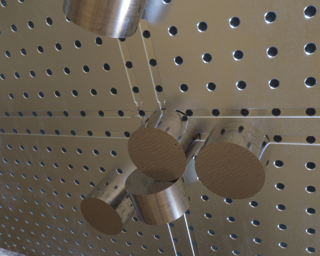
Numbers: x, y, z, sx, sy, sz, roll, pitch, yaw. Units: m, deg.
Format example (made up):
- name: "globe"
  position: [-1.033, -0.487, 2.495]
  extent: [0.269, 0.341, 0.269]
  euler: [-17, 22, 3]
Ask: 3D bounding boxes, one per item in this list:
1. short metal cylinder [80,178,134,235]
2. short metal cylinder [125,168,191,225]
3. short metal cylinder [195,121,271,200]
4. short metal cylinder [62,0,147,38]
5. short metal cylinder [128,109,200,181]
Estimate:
- name: "short metal cylinder"
  position: [-0.085, 0.131, 0.519]
  extent: [0.080, 0.050, 0.079]
  euler: [13, 124, 20]
- name: "short metal cylinder"
  position: [-0.002, 0.087, 0.429]
  extent: [0.080, 0.080, 0.050]
  euler: [-3, 117, 29]
- name: "short metal cylinder"
  position: [0.088, 0.038, 0.372]
  extent: [0.080, 0.050, 0.079]
  euler: [13, 124, 20]
- name: "short metal cylinder"
  position: [-0.055, -0.137, 0.319]
  extent: [0.080, 0.080, 0.050]
  euler: [32, 128, 7]
- name: "short metal cylinder"
  position: [0.006, 0.022, 0.405]
  extent: [0.080, 0.050, 0.079]
  euler: [13, 124, 20]
